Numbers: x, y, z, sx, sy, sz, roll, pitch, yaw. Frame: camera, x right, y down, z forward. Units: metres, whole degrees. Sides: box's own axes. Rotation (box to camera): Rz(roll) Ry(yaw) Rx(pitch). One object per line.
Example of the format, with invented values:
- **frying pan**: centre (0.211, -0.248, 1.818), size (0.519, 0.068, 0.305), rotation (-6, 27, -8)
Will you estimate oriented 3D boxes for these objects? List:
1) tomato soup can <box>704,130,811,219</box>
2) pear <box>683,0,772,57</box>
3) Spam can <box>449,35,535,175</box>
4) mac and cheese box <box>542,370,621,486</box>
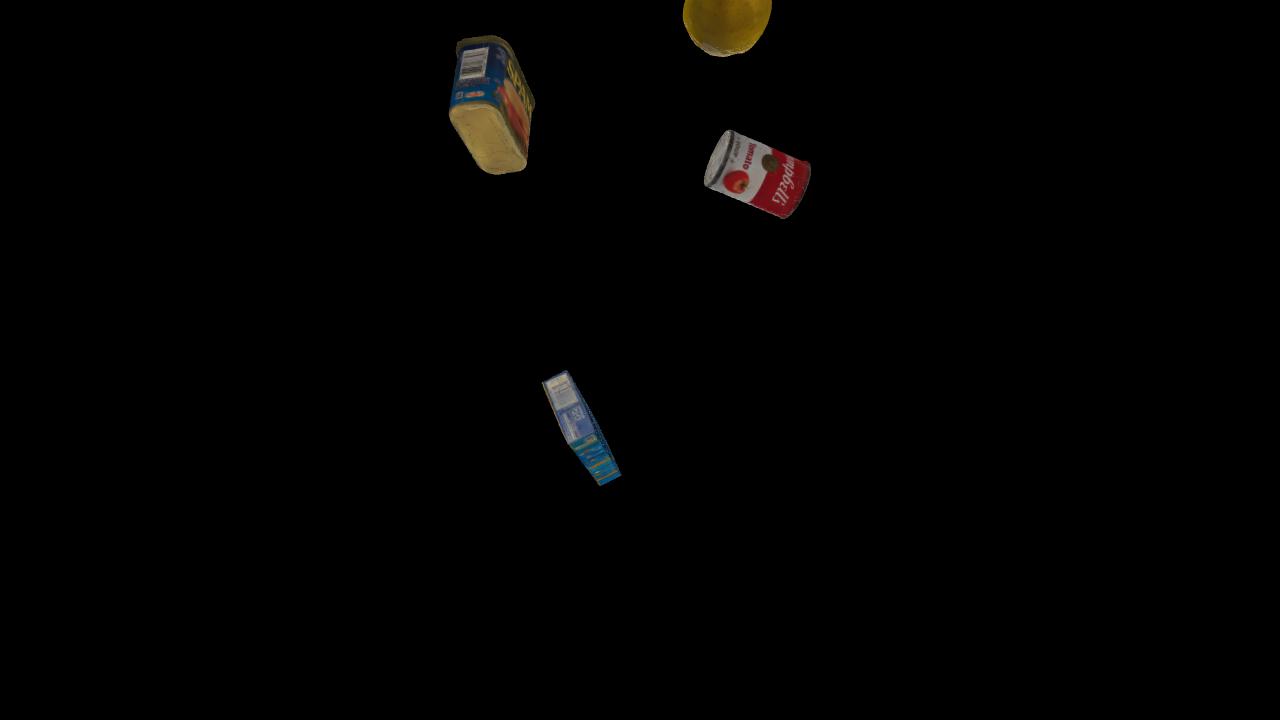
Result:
- **tomato soup can**: centre (0.131, -0.210, 0.696), size (0.101, 0.068, 0.068), rotation (19, -4, -11)
- **pear**: centre (0.075, -0.308, 0.504), size (0.080, 0.080, 0.111), rotation (0, -15, 4)
- **Spam can**: centre (-0.148, -0.252, 0.618), size (0.058, 0.085, 0.101), rotation (-3, -23, 10)
- **mac and cheese box**: centre (-0.072, 0.094, 0.799), size (0.041, 0.093, 0.184), rotation (-27, -28, -5)
